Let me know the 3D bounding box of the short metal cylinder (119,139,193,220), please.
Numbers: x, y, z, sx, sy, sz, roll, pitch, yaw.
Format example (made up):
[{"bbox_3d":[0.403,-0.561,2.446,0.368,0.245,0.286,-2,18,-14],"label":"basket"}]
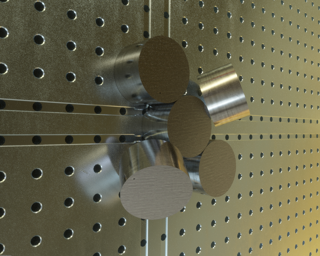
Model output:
[{"bbox_3d":[-0.007,0.060,0.362,0.081,0.050,0.079,-5,121,-7],"label":"short metal cylinder"}]

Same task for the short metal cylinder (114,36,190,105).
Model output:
[{"bbox_3d":[-0.009,-0.069,0.386,0.081,0.050,0.079,0,90,-40],"label":"short metal cylinder"}]

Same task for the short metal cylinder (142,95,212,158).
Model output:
[{"bbox_3d":[0.023,-0.002,0.414,0.081,0.050,0.079,0,90,-40],"label":"short metal cylinder"}]

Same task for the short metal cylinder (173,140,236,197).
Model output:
[{"bbox_3d":[0.065,0.056,0.450,0.081,0.050,0.079,0,90,-40],"label":"short metal cylinder"}]

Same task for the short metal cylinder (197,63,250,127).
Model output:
[{"bbox_3d":[0.091,-0.047,0.445,0.080,0.050,0.080,-21,90,-78],"label":"short metal cylinder"}]
